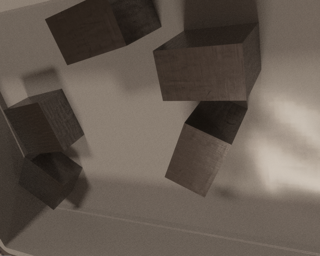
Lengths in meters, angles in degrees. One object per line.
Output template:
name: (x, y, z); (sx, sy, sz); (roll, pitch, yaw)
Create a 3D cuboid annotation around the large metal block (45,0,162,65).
large metal block: (-0.057, -0.112, 0.332); (0.080, 0.080, 0.050); (-8, 114, 31)

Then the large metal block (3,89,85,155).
large metal block: (-0.178, -0.008, 0.479); (0.080, 0.050, 0.080); (-8, 115, 31)

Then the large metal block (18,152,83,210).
large metal block: (-0.193, 0.084, 0.543); (0.080, 0.050, 0.079); (35, 129, 4)

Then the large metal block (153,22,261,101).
large metal block: (0.051, -0.066, 0.305); (0.080, 0.080, 0.050); (2, 119, 27)

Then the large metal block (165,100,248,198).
large metal block: (0.053, 0.017, 0.355); (0.050, 0.080, 0.079); (26, 127, 12)
